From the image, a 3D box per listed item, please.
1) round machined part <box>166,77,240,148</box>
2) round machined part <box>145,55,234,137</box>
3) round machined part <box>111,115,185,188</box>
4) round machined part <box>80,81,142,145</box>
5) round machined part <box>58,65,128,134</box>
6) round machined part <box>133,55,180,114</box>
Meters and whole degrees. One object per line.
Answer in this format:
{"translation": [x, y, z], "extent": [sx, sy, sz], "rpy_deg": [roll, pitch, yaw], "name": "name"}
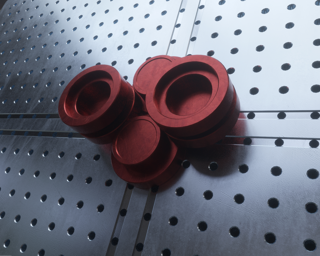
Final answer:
{"translation": [0.050, -0.019, 0.383], "extent": [0.098, 0.042, 0.098], "rpy_deg": [-13, 56, 21], "name": "round machined part"}
{"translation": [0.036, -0.033, 0.357], "extent": [0.098, 0.042, 0.098], "rpy_deg": [-13, 56, 21], "name": "round machined part"}
{"translation": [-0.021, 0.023, 0.394], "extent": [0.098, 0.042, 0.098], "rpy_deg": [-13, 56, 21], "name": "round machined part"}
{"translation": [-0.070, -0.020, 0.447], "extent": [0.098, 0.042, 0.098], "rpy_deg": [-13, 56, 21], "name": "round machined part"}
{"translation": [-0.086, -0.035, 0.423], "extent": [0.098, 0.042, 0.098], "rpy_deg": [-13, 56, 21], "name": "round machined part"}
{"translation": [0.002, -0.063, 0.436], "extent": [0.098, 0.042, 0.098], "rpy_deg": [-13, 56, 21], "name": "round machined part"}
